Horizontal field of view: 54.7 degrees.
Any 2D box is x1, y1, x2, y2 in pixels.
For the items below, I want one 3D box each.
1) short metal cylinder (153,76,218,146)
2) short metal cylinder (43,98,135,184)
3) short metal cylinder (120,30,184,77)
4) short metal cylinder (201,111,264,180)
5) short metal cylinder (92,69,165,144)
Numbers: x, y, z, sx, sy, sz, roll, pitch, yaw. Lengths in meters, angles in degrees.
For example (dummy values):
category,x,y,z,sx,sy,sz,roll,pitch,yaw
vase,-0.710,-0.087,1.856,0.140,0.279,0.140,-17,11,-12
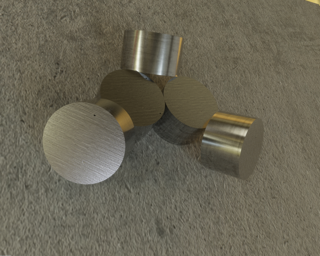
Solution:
category,x,y,z,sx,sy,sz,roll,pitch,yaw
short metal cylinder,0.031,-0.023,0.419,0.081,0.050,0.080,14,56,-21
short metal cylinder,-0.070,0.011,0.317,0.080,0.080,0.050,40,11,-2
short metal cylinder,-0.011,-0.100,0.417,0.081,0.080,0.050,2,104,-28
short metal cylinder,0.095,0.021,0.400,0.050,0.080,0.080,15,41,33
short metal cylinder,-0.041,-0.025,0.382,0.081,0.050,0.080,14,56,-21
